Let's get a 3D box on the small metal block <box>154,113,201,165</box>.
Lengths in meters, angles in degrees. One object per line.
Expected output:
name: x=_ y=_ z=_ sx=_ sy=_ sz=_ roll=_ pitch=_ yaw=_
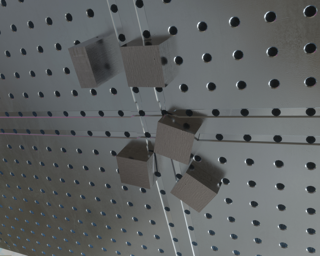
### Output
small metal block: x=0.022 y=0.015 z=0.407 sx=0.050 sy=0.025 sz=0.050 roll=19 pitch=126 yaw=16

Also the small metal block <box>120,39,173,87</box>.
small metal block: x=-0.015 y=-0.077 z=0.370 sx=0.050 sy=0.025 sz=0.050 roll=4 pitch=121 yaw=25

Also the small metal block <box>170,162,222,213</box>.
small metal block: x=0.050 y=0.084 z=0.436 sx=0.050 sy=0.025 sz=0.050 roll=34 pitch=129 yaw=5

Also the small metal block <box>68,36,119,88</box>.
small metal block: x=-0.081 y=-0.082 z=0.385 sx=0.025 sy=0.050 sz=0.050 roll=1 pitch=119 yaw=27

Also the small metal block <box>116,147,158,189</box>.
small metal block: x=-0.034 y=0.060 z=0.465 sx=0.050 sy=0.025 sz=0.050 roll=8 pitch=122 yaw=23
